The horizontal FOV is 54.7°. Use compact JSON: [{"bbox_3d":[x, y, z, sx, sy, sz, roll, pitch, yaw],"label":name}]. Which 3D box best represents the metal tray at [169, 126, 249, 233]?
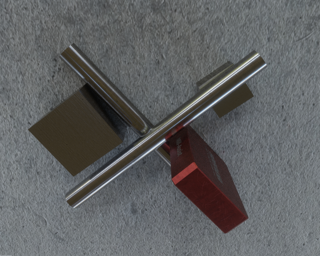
[{"bbox_3d":[0.053,0.052,0.374,0.030,0.130,0.090,-41,105,14],"label":"metal tray"}]

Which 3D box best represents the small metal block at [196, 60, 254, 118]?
[{"bbox_3d":[0.082,-0.049,0.394,0.050,0.025,0.050,-34,107,11],"label":"small metal block"}]

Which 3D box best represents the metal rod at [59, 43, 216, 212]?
[{"bbox_3d":[-0.013,0.010,0.415,0.025,0.025,0.300,-40,106,13],"label":"metal rod"}]

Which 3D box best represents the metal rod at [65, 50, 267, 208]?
[{"bbox_3d":[-0.001,0.009,0.387,0.300,0.025,0.025,-37,106,12],"label":"metal rod"}]

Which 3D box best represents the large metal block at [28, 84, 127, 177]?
[{"bbox_3d":[-0.101,0.001,0.395,0.080,0.050,0.080,-35,107,11],"label":"large metal block"}]
